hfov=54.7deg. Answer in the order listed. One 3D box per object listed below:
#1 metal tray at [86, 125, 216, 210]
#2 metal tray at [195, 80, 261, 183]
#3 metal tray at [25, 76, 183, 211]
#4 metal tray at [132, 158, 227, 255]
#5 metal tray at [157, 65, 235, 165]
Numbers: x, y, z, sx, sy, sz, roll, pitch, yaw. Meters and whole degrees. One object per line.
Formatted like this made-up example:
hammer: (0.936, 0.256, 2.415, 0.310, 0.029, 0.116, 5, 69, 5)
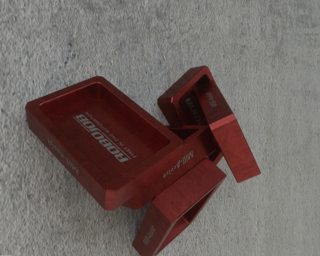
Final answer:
metal tray: (-0.009, 0.037, 0.358, 0.131, 0.090, 0.030, -31, 110, -36)
metal tray: (0.085, -0.001, 0.407, 0.090, 0.030, 0.130, 59, 12, -24)
metal tray: (-0.055, 0.006, 0.300, 0.091, 0.130, 0.030, -31, 148, -36)
metal tray: (0.020, 0.100, 0.368, 0.091, 0.030, 0.129, -31, 154, -35)
metal tray: (0.061, -0.014, 0.456, 0.090, 0.030, 0.130, -46, 118, -30)
